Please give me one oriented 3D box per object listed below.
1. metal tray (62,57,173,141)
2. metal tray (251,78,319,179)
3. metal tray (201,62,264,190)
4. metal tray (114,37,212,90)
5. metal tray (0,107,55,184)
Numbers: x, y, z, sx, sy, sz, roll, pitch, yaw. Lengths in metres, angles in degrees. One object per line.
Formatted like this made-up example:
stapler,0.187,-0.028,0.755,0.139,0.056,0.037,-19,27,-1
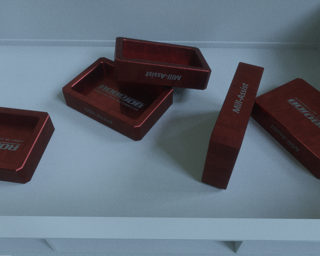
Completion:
metal tray,-0.058,-0.046,0.439,0.130,0.030,0.090,26,54,20
metal tray,0.197,-0.005,0.409,0.091,0.030,0.130,-25,54,-20
metal tray,0.087,-0.004,0.367,0.030,0.089,0.130,18,52,14
metal tray,0.000,-0.095,0.451,0.131,0.030,0.090,5,34,-11
metal tray,-0.212,0.016,0.385,0.131,0.030,0.090,7,50,5
